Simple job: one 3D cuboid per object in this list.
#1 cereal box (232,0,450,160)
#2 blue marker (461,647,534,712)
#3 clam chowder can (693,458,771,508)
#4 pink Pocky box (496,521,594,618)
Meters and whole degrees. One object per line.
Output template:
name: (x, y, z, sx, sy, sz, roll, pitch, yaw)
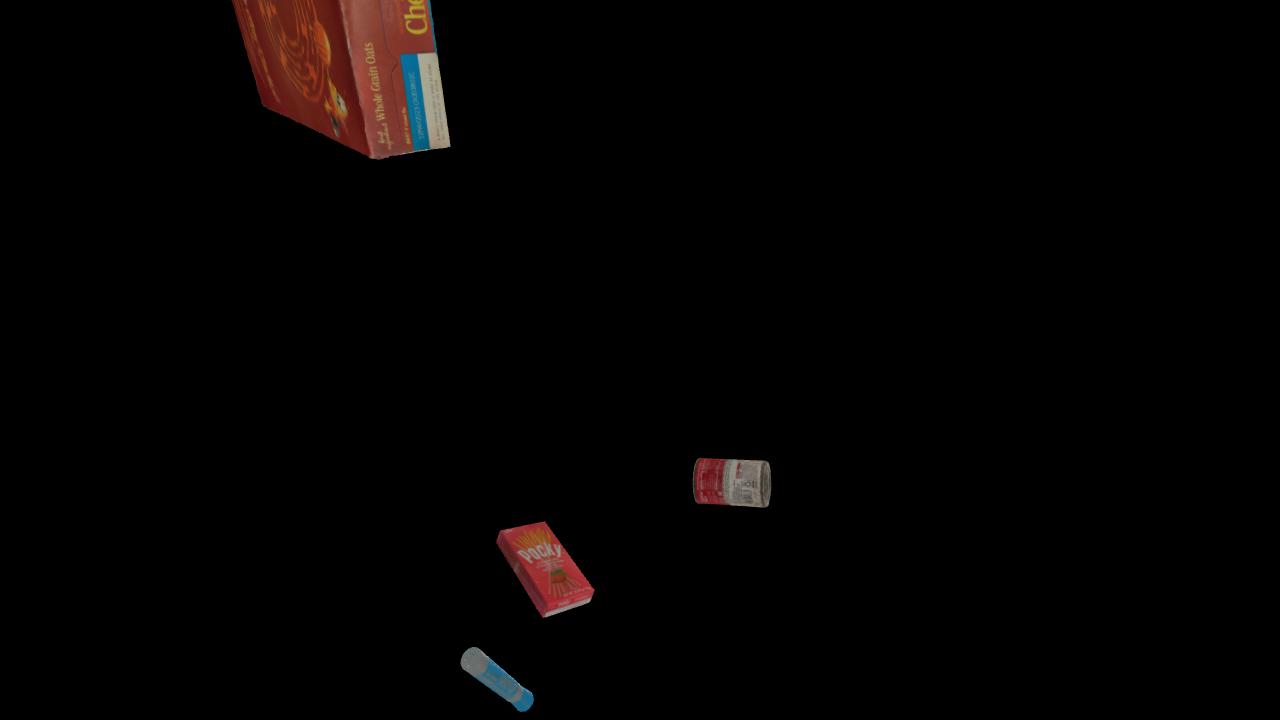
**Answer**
cereal box: (-0.279, -0.309, 0.538, 0.081, 0.203, 0.306, -25, 39, -36)
blue marker: (-0.124, 0.287, 0.549, 0.020, 0.020, 0.121, 0, -43, 21)
clam chowder can: (0.135, 0.178, 0.894, 0.102, 0.068, 0.068, -2, -1, 22)
pink Pocky box: (-0.144, 0.309, 0.924, 0.084, 0.029, 0.155, 1, 30, -43)
